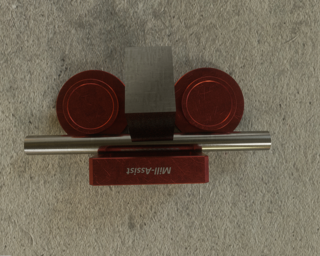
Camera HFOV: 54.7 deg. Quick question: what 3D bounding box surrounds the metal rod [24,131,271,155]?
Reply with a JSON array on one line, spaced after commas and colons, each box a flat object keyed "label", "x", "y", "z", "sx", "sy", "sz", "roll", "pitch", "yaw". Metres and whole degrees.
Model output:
[{"label": "metal rod", "x": -0.014, "y": 0.019, "z": 0.390, "sx": 0.302, "sy": 0.025, "sz": 0.025, "roll": -1, "pitch": 90, "yaw": -1}]

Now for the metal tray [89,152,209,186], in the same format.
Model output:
[{"label": "metal tray", "x": -0.012, "y": 0.046, "z": 0.378, "sx": 0.131, "sy": 0.090, "sz": 0.030, "roll": -1, "pitch": 90, "yaw": -1}]

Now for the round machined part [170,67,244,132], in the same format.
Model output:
[{"label": "round machined part", "x": 0.061, "y": -0.031, "z": 0.403, "sx": 0.099, "sy": 0.042, "sz": 0.097, "roll": 0, "pitch": 90, "yaw": -1}]

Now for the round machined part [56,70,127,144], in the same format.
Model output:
[{"label": "round machined part", "x": -0.085, "y": -0.027, "z": 0.400, "sx": 0.099, "sy": 0.042, "sz": 0.097, "roll": 0, "pitch": 90, "yaw": -1}]

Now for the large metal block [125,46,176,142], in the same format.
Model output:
[{"label": "large metal block", "x": -0.011, "y": -0.036, "z": 0.357, "sx": 0.050, "sy": 0.080, "sz": 0.080, "roll": -2, "pitch": 67, "yaw": -1}]
